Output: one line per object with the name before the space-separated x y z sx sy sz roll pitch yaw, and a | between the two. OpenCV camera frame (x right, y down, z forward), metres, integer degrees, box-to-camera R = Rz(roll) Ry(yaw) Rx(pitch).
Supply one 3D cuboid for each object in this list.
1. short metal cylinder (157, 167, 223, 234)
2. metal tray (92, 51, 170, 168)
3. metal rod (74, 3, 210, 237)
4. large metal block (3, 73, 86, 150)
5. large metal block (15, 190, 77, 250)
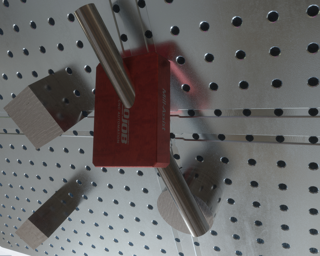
short metal cylinder | 0.043 0.102 0.435 0.080 0.050 0.079 13 124 21
metal tray | -0.034 -0.018 0.369 0.090 0.030 0.129 -4 81 30
metal rod | -0.016 -0.001 0.368 0.025 0.025 0.299 -21 101 36
large metal block | -0.176 -0.024 0.473 0.080 0.050 0.080 -26 105 37
large metal block | -0.222 0.179 0.604 0.050 0.080 0.080 45 129 -3
